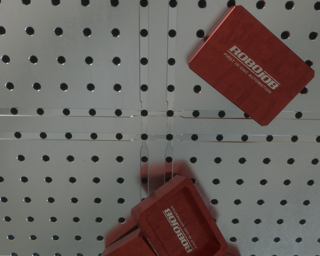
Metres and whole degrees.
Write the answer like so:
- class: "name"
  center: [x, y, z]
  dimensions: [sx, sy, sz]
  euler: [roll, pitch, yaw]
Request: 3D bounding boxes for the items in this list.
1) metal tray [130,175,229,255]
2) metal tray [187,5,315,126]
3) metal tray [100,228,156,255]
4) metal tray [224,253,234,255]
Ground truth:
- class: "metal tray"
  center: [0.030, 0.143, 0.434]
  dimensions: [0.090, 0.030, 0.130]
  euler: [-34, 103, -21]
- class: "metal tray"
  center: [0.110, -0.075, 0.384]
  dimensions: [0.130, 0.030, 0.090]
  euler: [36, 106, -13]
- class: "metal tray"
  center: [-0.021, 0.225, 0.474]
  dimensions: [0.090, 0.030, 0.130]
  euler: [-36, 94, 18]
- class: "metal tray"
  center: [0.070, 0.258, 0.505]
  dimensions: [0.090, 0.030, 0.129]
  euler: [23, 108, -9]
